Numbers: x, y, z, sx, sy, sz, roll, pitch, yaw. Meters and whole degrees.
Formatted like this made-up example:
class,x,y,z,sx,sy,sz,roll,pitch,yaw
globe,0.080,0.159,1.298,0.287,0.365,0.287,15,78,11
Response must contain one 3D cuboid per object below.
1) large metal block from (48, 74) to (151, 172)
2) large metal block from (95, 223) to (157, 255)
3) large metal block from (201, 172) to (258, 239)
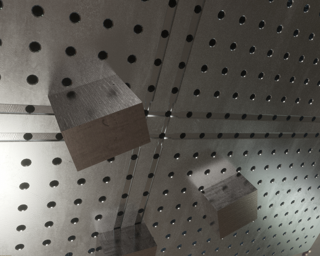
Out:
class,x,y,z,sx,sy,sz,roll,pitch,yaw
large metal block,-0.066,-0.010,0.334,0.081,0.080,0.050,-22,127,-16
large metal block,-0.057,0.207,0.494,0.081,0.050,0.079,-5,121,-26
large metal block,0.124,0.138,0.551,0.081,0.050,0.080,-23,127,-15
